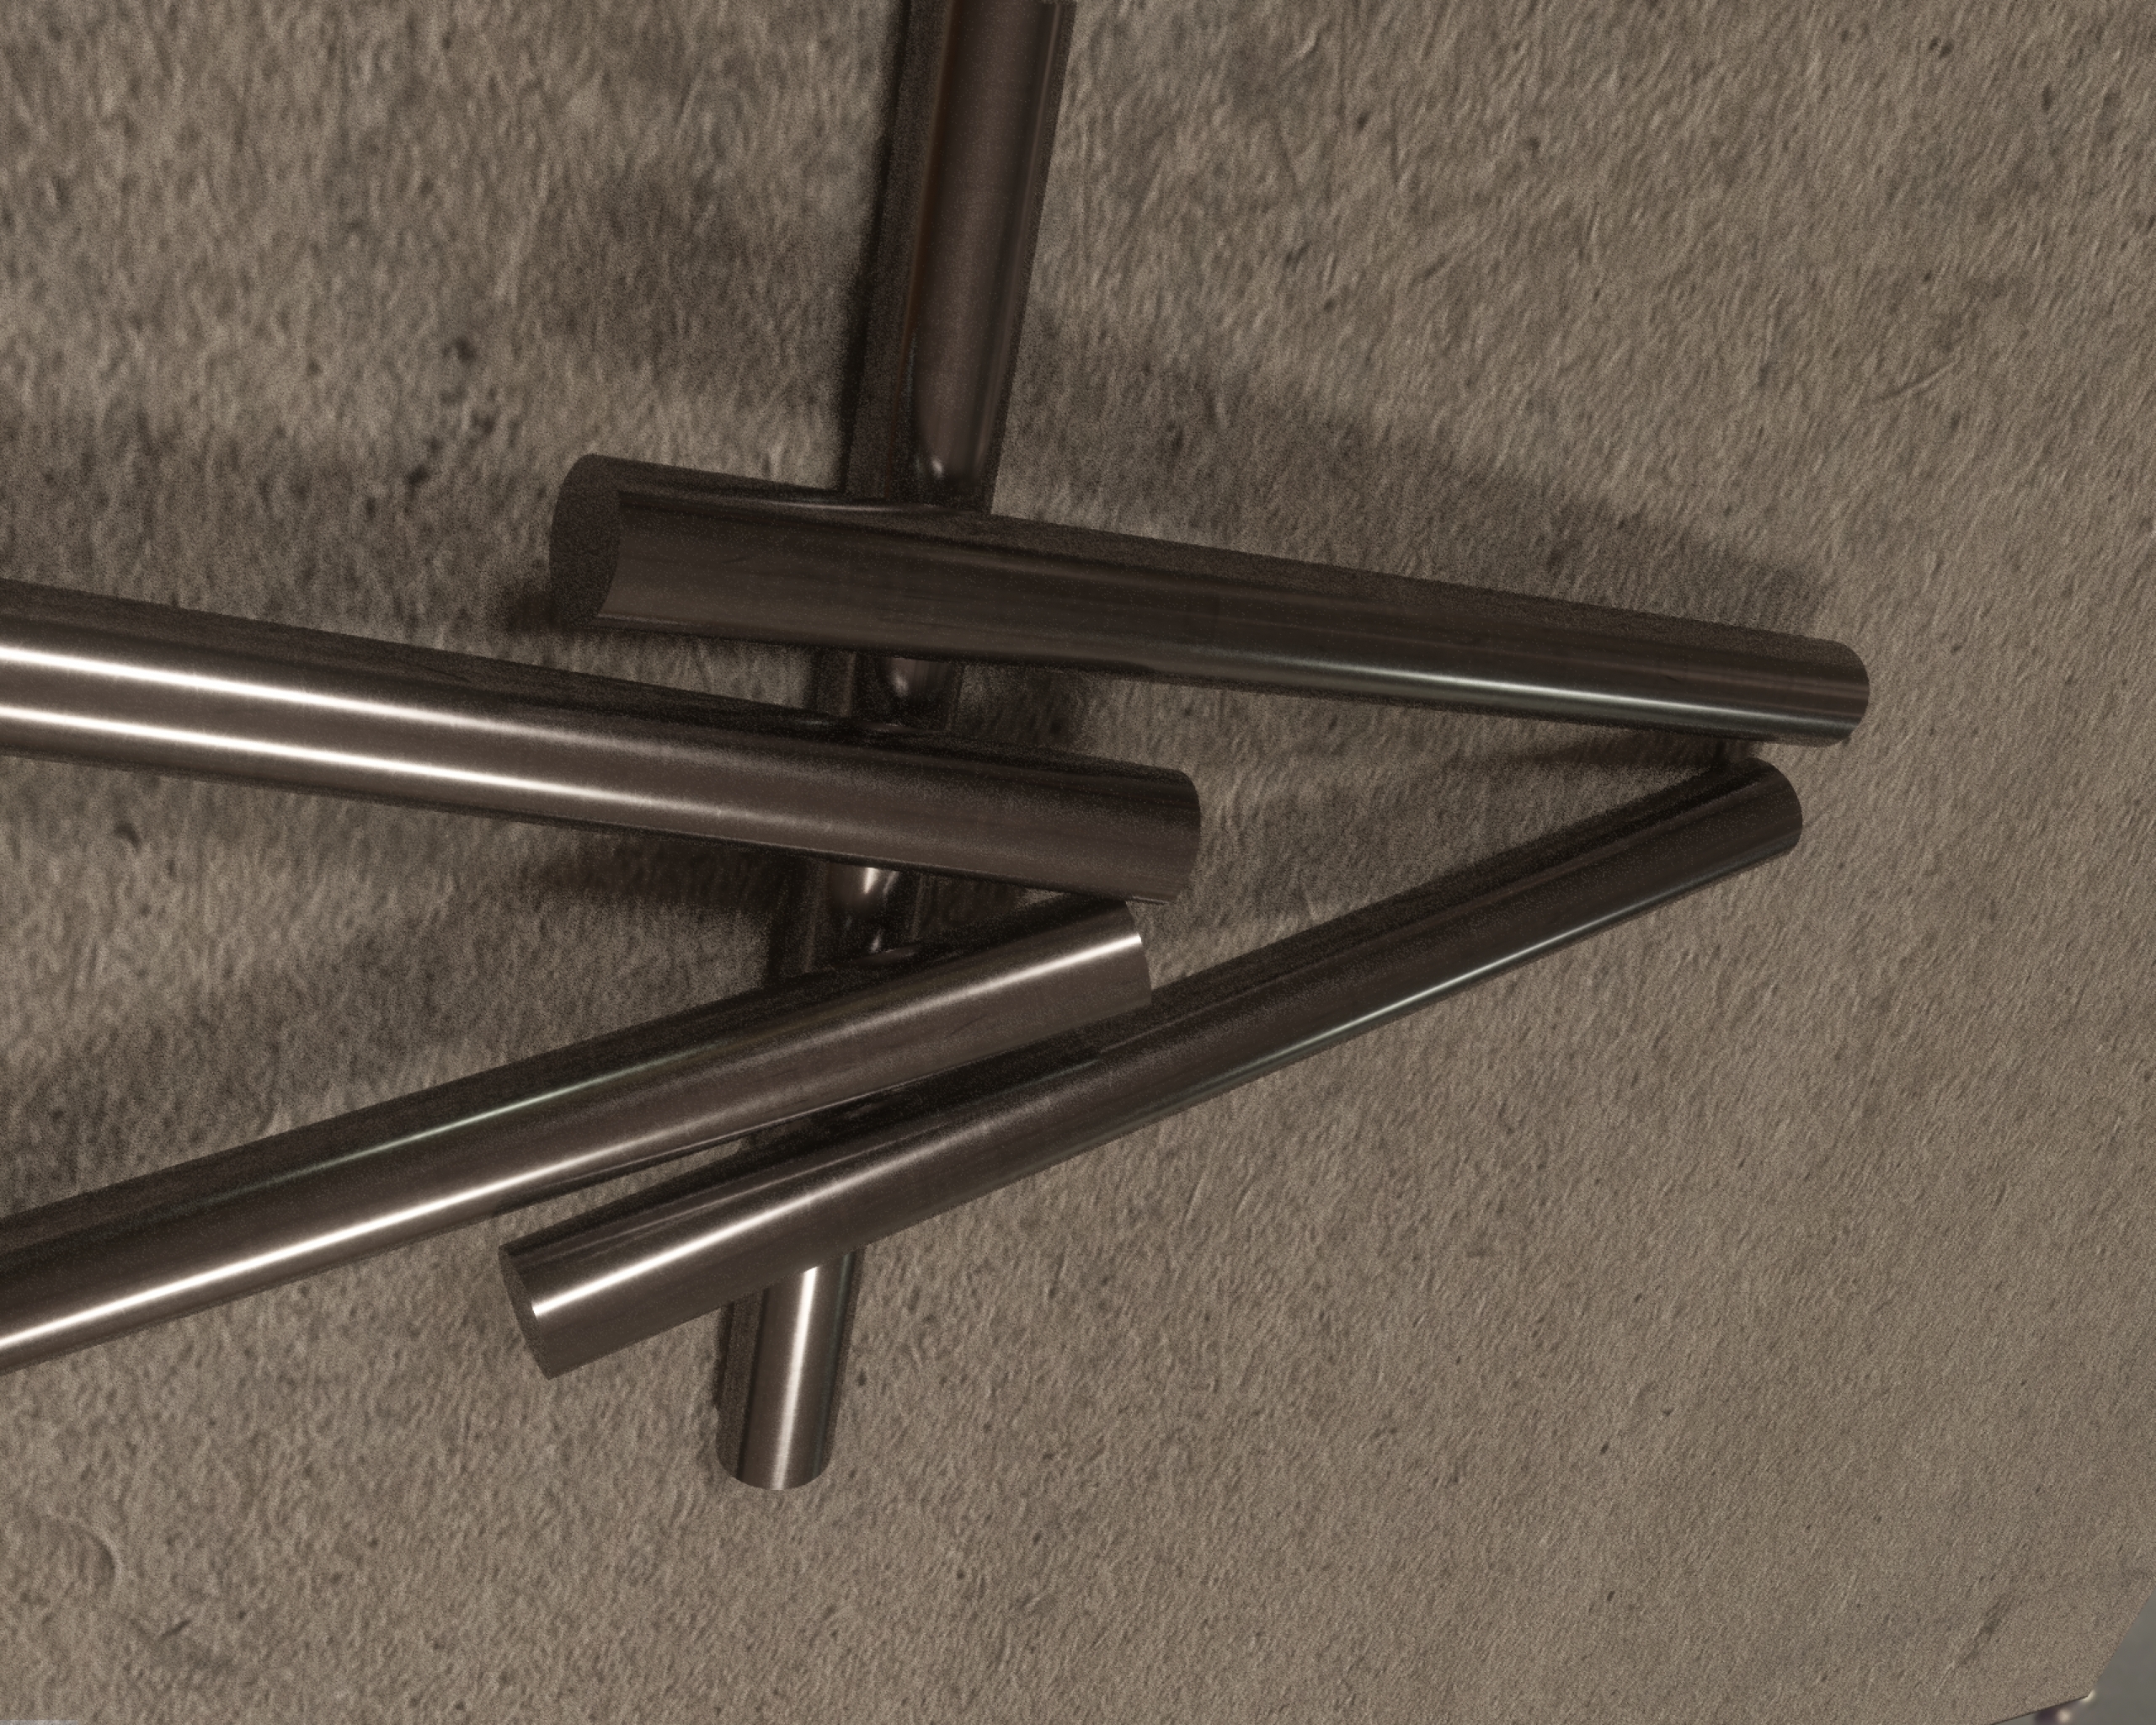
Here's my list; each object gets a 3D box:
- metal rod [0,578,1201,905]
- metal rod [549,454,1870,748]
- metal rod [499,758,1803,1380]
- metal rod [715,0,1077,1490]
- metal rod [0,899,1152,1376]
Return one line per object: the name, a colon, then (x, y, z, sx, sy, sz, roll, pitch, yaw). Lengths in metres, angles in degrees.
metal rod: (-0.118, -0.023, 0.312, 0.302, 0.025, 0.025, 8, 115, -26)
metal rod: (0.050, -0.043, 0.390, 0.302, 0.025, 0.025, 2, 118, -37)
metal rod: (0.032, 0.033, 0.428, 0.302, 0.025, 0.025, -19, 127, -25)
metal rod: (-0.039, -0.004, 0.386, 0.025, 0.025, 0.298, -3, 120, -27)
metal rod: (-0.132, 0.058, 0.355, 0.302, 0.025, 0.025, -17, 126, -13)
